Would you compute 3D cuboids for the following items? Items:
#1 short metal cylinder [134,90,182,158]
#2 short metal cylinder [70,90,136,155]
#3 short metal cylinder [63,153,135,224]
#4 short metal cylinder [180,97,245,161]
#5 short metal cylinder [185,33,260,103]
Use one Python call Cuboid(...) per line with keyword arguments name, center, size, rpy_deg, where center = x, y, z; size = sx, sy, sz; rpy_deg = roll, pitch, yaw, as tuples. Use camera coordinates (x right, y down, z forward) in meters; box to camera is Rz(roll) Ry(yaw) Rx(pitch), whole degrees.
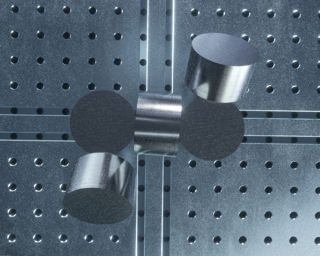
Cuboid(name="short metal cylinder", center=(-0.003, -0.005, 0.386), size=(0.050, 0.080, 0.079), rpy_deg=(5, 90, 0))
Cuboid(name="short metal cylinder", center=(-0.069, -0.006, 0.399), size=(0.081, 0.050, 0.079), rpy_deg=(0, 90, -1))
Cuboid(name="short metal cylinder", center=(-0.072, 0.075, 0.379), size=(0.081, 0.050, 0.079), rpy_deg=(0, 134, 1))
Cuboid(name="short metal cylinder", center=(0.063, 0.000, 0.401), size=(0.081, 0.050, 0.079), rpy_deg=(0, 90, -1))
Cuboid(name="short metal cylinder", center=(0.074, -0.075, 0.380), size=(0.081, 0.080, 0.050), rpy_deg=(9, 132, -1))
